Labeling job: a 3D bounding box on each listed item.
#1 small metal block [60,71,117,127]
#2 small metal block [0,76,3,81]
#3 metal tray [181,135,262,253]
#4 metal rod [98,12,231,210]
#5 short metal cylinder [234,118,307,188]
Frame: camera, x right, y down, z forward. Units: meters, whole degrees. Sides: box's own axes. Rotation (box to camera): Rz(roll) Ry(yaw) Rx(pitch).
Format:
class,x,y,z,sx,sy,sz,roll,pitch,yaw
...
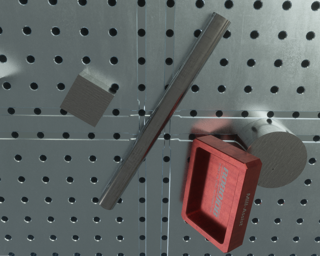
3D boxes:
class,x,y,z,sx,sy,sz,roll,pitch,yaw
small metal block,-0.091,-0.037,0.398,0.050,0.025,0.050,31,107,-11
small metal block,-0.231,-0.061,0.374,0.050,0.050,0.025,35,106,-12
metal tray,0.076,0.085,0.411,0.030,0.090,0.129,-9,116,-37
metal rod,-0.002,-0.010,0.409,0.025,0.025,0.298,29,107,-11
short metal cylinder,0.145,0.033,0.414,0.081,0.050,0.079,0,110,-1
